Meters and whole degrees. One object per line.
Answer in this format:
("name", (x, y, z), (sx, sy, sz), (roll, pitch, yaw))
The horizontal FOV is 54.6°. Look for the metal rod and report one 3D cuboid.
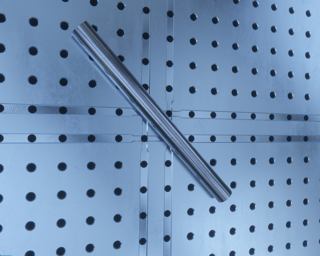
("metal rod", (-0.003, -0.012, 0.412), (0.025, 0.025, 0.300), (-45, 104, -14))
